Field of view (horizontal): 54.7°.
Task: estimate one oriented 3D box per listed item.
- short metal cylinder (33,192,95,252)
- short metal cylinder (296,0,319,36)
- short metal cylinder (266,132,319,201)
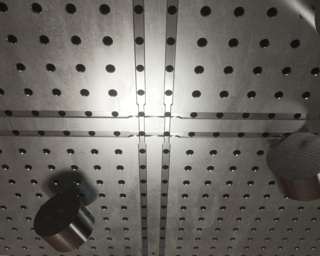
[{"bbox_3d":[-0.154,0.152,0.503,0.080,0.080,0.050,-15,129,12],"label":"short metal cylinder"},{"bbox_3d":[0.178,-0.125,0.292,0.081,0.050,0.079,0,130,0],"label":"short metal cylinder"},{"bbox_3d":[0.193,0.052,0.423,0.080,0.080,0.050,-22,127,17],"label":"short metal cylinder"}]
